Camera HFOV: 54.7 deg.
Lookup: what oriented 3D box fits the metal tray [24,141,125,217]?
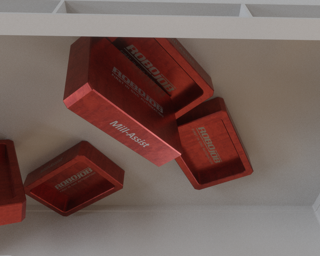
[{"bbox_3d":[-0.131,0.082,0.473,0.130,0.030,0.090,-30,125,22],"label":"metal tray"}]

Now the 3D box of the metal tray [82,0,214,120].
[{"bbox_3d":[-0.012,-0.063,0.351,0.090,0.030,0.130,-34,123,25],"label":"metal tray"}]

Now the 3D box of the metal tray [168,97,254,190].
[{"bbox_3d":[0.066,0.027,0.429,0.090,0.030,0.130,-21,128,16],"label":"metal tray"}]

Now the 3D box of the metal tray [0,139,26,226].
[{"bbox_3d":[-0.219,0.063,0.371,0.091,0.130,0.030,-3,122,-31],"label":"metal tray"}]

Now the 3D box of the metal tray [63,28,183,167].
[{"bbox_3d":[-0.032,-0.027,0.311,0.030,0.090,0.130,-31,134,23],"label":"metal tray"}]
